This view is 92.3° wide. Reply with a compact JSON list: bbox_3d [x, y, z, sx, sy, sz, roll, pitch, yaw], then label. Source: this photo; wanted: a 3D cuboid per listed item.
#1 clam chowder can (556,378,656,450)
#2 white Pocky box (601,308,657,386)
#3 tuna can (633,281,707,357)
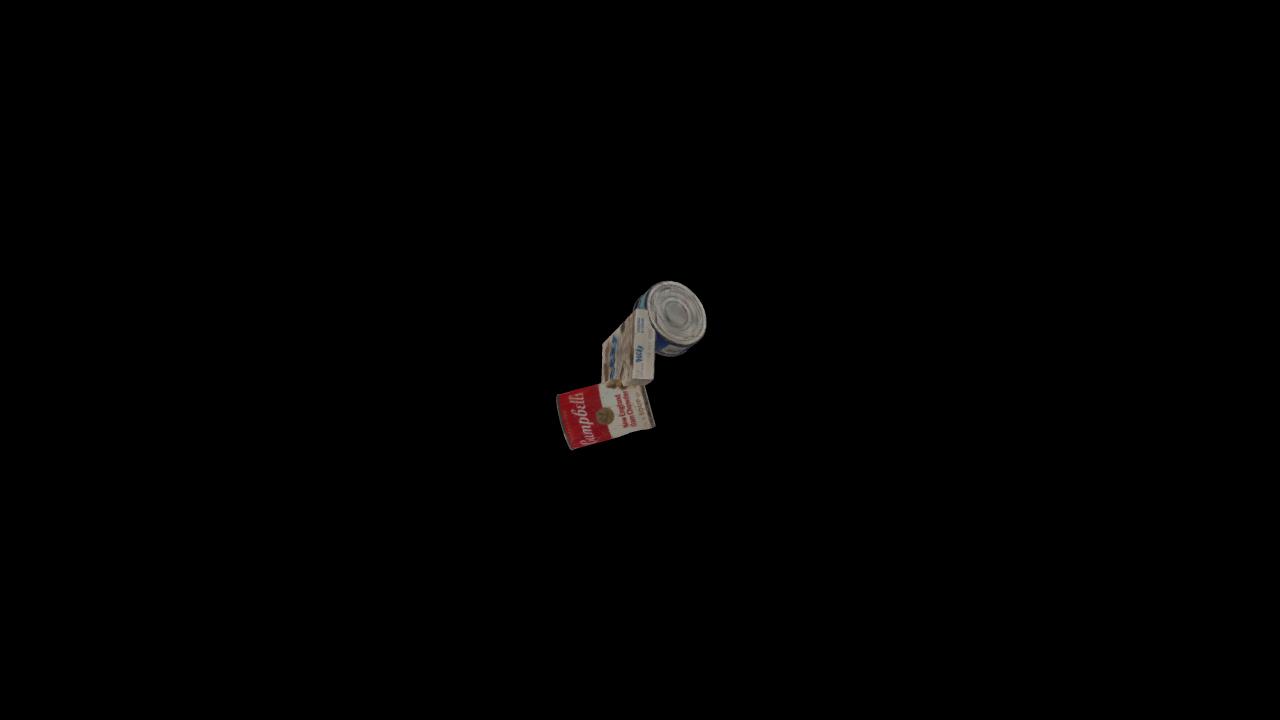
[{"bbox_3d":[-0.039,0.059,0.715,0.102,0.068,0.068,-15,0,0],"label":"clam chowder can"},{"bbox_3d":[-0.016,0.000,0.738,0.028,0.084,0.154,6,-15,-16],"label":"white Pocky box"},{"bbox_3d":[0.035,-0.048,0.710,0.084,0.084,0.034,0,-21,-30],"label":"tuna can"}]
